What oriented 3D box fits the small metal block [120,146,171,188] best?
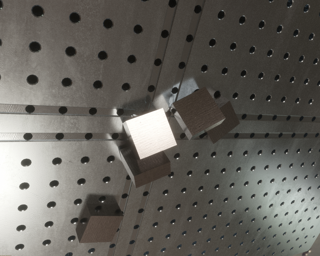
[{"bbox_3d":[-0.020,0.045,0.411,0.050,0.050,0.025,-20,136,-17],"label":"small metal block"}]

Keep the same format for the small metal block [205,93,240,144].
[{"bbox_3d":[0.082,-0.013,0.450,0.050,0.025,0.050,-38,130,-3],"label":"small metal block"}]

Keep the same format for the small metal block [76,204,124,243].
[{"bbox_3d":[-0.088,0.139,0.450,0.050,0.025,0.050,12,113,-34],"label":"small metal block"}]

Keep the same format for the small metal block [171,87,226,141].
[{"bbox_3d":[0.049,-0.019,0.409,0.050,0.050,0.025,-28,167,-11],"label":"small metal block"}]

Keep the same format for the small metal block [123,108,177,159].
[{"bbox_3d":[-0.013,0.008,0.394,0.050,0.025,0.050,-21,90,-17],"label":"small metal block"}]
